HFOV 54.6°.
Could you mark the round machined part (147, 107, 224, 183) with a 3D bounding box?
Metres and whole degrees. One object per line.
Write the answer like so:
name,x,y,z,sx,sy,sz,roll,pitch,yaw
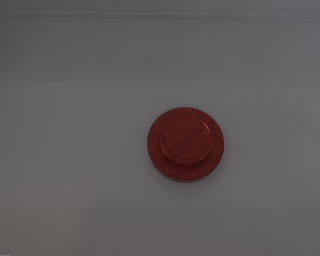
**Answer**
round machined part,0.033,0.018,0.394,0.099,0.042,0.098,0,70,0
